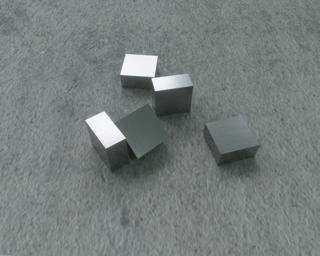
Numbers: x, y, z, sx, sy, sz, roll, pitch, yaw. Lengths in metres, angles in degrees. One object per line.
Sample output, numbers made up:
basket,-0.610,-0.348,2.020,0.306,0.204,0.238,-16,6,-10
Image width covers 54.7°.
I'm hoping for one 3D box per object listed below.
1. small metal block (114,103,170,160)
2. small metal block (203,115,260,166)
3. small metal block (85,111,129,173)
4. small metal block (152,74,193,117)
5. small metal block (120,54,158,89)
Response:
small metal block,-0.025,0.005,0.383,0.050,0.025,0.050,-34,94,-25
small metal block,0.089,0.015,0.392,0.050,0.025,0.050,-12,51,-11
small metal block,-0.063,0.017,0.372,0.025,0.050,0.050,-28,56,-22
small metal block,0.016,-0.044,0.424,0.050,0.050,0.025,-9,51,-8
small metal block,-0.031,-0.087,0.476,0.050,0.025,0.050,4,50,3
